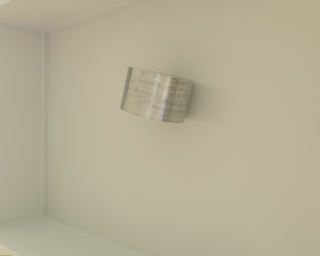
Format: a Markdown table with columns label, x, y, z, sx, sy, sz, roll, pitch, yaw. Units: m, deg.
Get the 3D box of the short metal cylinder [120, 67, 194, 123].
| label | x | y | z | sx | sy | sz | roll | pitch | yaw |
| --- | --- | --- | --- | --- | --- | --- | --- | --- | --- |
| short metal cylinder | -0.004 | -0.041 | 0.375 | 0.080 | 0.081 | 0.050 | 21 | 104 | 38 |
